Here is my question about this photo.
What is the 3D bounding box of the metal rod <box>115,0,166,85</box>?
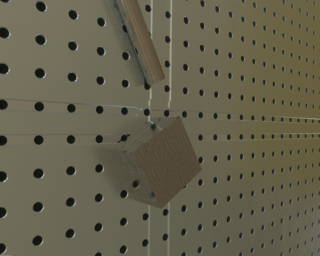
[{"bbox_3d":[-0.056,-0.194,0.361,0.025,0.025,0.298,-34,111,-35],"label":"metal rod"}]

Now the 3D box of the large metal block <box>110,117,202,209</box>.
[{"bbox_3d":[-0.003,0.040,0.391,0.080,0.050,0.080,-37,113,-34],"label":"large metal block"}]
